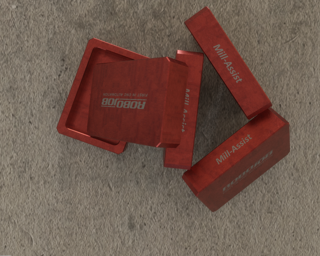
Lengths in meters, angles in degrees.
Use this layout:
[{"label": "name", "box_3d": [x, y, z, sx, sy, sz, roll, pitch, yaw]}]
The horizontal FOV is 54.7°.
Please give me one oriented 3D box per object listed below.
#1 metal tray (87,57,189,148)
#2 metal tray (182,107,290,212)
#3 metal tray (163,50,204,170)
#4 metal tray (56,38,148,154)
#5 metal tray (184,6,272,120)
[{"label": "metal tray", "box_3d": [-0.031, -0.030, 0.354, 0.130, 0.030, 0.089, 7, 90, 44]}, {"label": "metal tray", "box_3d": [0.098, 0.043, 0.380, 0.130, 0.090, 0.030, -38, 55, 0]}, {"label": "metal tray", "box_3d": [0.026, -0.020, 0.379, 0.030, 0.090, 0.129, 6, 91, 0]}, {"label": "metal tray", "box_3d": [-0.069, -0.041, 0.408, 0.090, 0.030, 0.129, 20, 90, -1]}, {"label": "metal tray", "box_3d": [0.082, -0.076, 0.377, 0.030, 0.090, 0.130, -33, 90, 14]}]
